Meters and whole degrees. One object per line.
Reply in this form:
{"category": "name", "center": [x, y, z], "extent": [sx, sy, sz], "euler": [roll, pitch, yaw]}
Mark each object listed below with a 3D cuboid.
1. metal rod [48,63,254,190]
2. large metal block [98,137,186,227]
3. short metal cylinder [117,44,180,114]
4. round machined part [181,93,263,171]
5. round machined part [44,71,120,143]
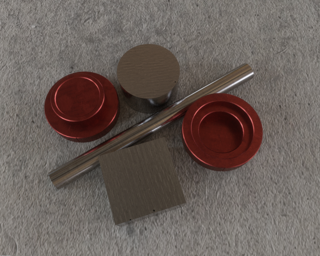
{"category": "metal rod", "center": [-0.003, -0.008, 0.413], "extent": [0.301, 0.025, 0.025], "euler": [-30, 73, -11]}
{"category": "large metal block", "center": [-0.021, 0.066, 0.372], "extent": [0.081, 0.050, 0.080], "euler": [-16, 71, -6]}
{"category": "short metal cylinder", "center": [-0.015, -0.065, 0.419], "extent": [0.081, 0.050, 0.080], "euler": [0, 70, 0]}
{"category": "round machined part", "center": [0.076, 0.008, 0.397], "extent": [0.099, 0.042, 0.098], "euler": [0, 70, 0]}
{"category": "round machined part", "center": [-0.104, -0.033, 0.411], "extent": [0.099, 0.042, 0.098], "euler": [0, 70, 0]}
